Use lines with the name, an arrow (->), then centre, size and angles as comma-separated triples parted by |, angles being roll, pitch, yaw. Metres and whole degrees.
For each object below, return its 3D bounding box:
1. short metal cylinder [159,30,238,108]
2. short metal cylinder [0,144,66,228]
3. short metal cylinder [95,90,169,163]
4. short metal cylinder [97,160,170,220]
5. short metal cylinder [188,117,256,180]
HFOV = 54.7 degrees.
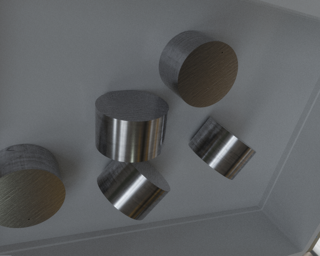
short metal cylinder -> 0.045, -0.071, 0.373 | 0.081, 0.050, 0.079 | -14, 124, -21
short metal cylinder -> -0.153, 0.065, 0.349 | 0.081, 0.050, 0.079 | -14, 124, -21
short metal cylinder -> -0.033, -0.004, 0.352 | 0.081, 0.080, 0.050 | -8, 122, -24
short metal cylinder -> -0.033, 0.071, 0.399 | 0.050, 0.080, 0.080 | -48, 129, 5
short metal cylinder -> 0.087, 0.028, 0.438 | 0.080, 0.080, 0.050 | 31, 101, -38
